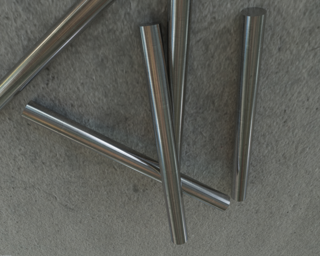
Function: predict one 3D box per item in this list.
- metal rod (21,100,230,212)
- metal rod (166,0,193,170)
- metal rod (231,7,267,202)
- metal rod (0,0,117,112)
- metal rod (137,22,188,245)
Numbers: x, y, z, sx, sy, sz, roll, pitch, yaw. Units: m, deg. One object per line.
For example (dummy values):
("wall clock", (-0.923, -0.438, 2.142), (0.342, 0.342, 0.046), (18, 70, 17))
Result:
("metal rod", (-0.035, 0.043, 0.419), (0.301, 0.025, 0.025), (27, 125, -13))
("metal rod", (0.019, -0.054, 0.361), (0.025, 0.025, 0.298), (0, 130, -1))
("metal rod", (0.110, -0.004, 0.405), (0.025, 0.025, 0.298), (-5, 130, 4))
("metal rod", (-0.163, -0.057, 0.356), (0.299, 0.025, 0.025), (-33, 123, 25))
("metal rod", (0.008, 0.026, 0.382), (0.025, 0.025, 0.298), (-6, 116, 5))
